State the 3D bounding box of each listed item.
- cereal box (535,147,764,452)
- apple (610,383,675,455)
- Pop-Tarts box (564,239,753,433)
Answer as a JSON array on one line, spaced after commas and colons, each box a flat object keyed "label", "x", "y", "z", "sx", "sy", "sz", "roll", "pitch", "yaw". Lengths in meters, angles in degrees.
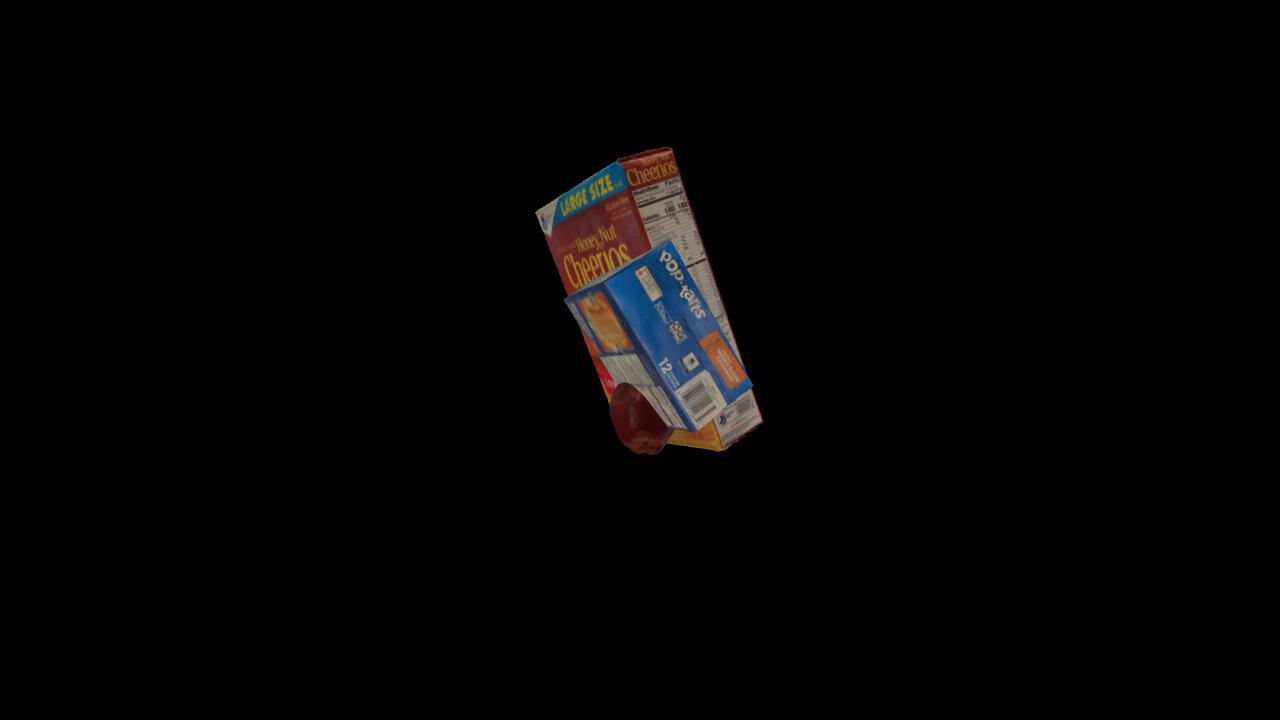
[{"label": "cereal box", "x": 0.002, "y": -0.056, "z": 0.691, "sx": 0.081, "sy": 0.306, "sz": 0.203, "roll": -27, "pitch": 13, "yaw": -30}, {"label": "apple", "x": 0.006, "y": 0.054, "z": 0.664, "sx": 0.079, "sy": 0.093, "sz": 0.079, "roll": 5, "pitch": -41, "yaw": 4}, {"label": "Pop-Tarts box", "x": 0.014, "y": -0.021, "z": 0.634, "sx": 0.083, "sy": 0.167, "sz": 0.141, "roll": -35, "pitch": 11, "yaw": -20}]
